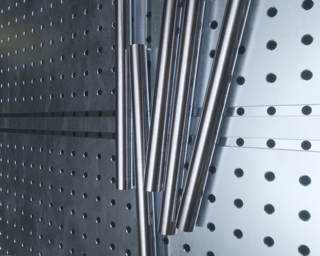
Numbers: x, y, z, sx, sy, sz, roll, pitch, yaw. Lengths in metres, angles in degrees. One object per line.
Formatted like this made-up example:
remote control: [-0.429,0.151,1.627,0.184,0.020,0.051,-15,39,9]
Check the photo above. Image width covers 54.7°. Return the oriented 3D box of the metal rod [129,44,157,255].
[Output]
metal rod: [-0.024,0.035,0.426,0.025,0.025,0.298,-5,87,39]

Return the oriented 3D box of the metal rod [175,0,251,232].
metal rod: [0.061,-0.022,0.357,0.025,0.025,0.298,20,102,38]

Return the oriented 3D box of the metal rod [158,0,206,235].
metal rod: [0.026,-0.014,0.385,0.025,0.025,0.298,11,97,39]

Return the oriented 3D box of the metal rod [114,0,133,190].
metal rod: [-0.053,-0.062,0.450,0.025,0.025,0.298,-1,90,39]

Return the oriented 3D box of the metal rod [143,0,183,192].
metal rod: [0.007,-0.068,0.395,0.025,0.025,0.298,8,93,39]
